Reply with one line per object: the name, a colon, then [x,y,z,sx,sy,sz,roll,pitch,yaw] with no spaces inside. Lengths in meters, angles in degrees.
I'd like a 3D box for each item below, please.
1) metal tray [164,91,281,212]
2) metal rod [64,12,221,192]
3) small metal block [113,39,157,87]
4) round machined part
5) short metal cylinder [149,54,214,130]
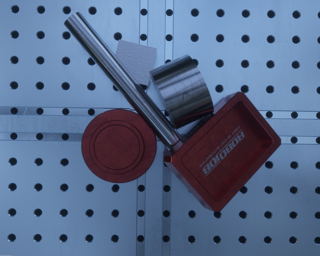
metal tray: [0.081,0.028,0.391,0.130,0.030,0.090,-43,98,-16]
metal rod: [-0.012,-0.018,0.396,0.025,0.025,0.300,-40,98,0]
small metal block: [-0.034,-0.085,0.413,0.050,0.025,0.050,13,90,-1]
round machined part: [-0.054,0.024,0.403,0.099,0.042,0.097,0,90,-1]
short metal cylinder: [0.026,-0.044,0.386,0.050,0.080,0.080,-25,90,0]
